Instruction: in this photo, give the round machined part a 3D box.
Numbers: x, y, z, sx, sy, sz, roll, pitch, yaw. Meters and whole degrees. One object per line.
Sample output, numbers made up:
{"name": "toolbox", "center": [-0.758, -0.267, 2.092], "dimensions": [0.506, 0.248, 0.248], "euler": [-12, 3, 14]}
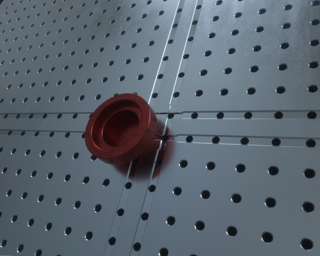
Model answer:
{"name": "round machined part", "center": [-0.048, 0.005, 0.418], "dimensions": [0.098, 0.042, 0.098], "euler": [-13, 56, 20]}
